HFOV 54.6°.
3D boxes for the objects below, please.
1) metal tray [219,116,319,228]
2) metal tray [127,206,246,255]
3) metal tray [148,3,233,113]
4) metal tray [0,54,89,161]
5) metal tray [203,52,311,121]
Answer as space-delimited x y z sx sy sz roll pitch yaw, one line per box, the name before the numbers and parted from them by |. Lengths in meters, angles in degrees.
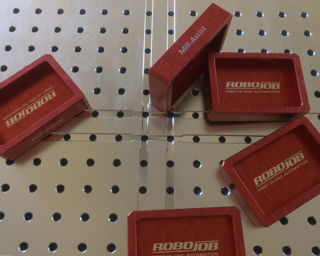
metal tray | 0.153 0.053 0.390 0.131 0.030 0.090 -28 73 -10
metal tray | 0.030 0.140 0.357 0.131 0.030 0.090 -2 70 -1
metal tray | 0.039 -0.089 0.410 0.030 0.090 0.130 38 74 12
metal tray | -0.176 -0.030 0.419 0.130 0.030 0.090 -38 74 -13
metal tray | 0.128 -0.057 0.424 0.131 0.030 0.090 0 71 -5
